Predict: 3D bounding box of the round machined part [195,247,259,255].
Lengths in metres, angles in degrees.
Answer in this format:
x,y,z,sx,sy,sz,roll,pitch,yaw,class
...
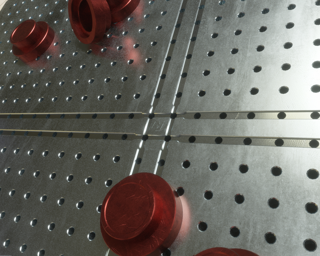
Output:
x,y,z,sx,sy,sz,roll,pitch,yaw,class
0.049,0.140,0.257,0.098,0.042,0.098,-31,18,12,round machined part

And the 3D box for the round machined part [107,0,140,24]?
x,y,z,sx,sy,sz,roll,pitch,yaw,class
-0.090,-0.253,0.602,0.098,0.042,0.098,-13,56,21,round machined part

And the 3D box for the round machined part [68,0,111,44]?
x,y,z,sx,sy,sz,roll,pitch,yaw,class
-0.126,-0.206,0.568,0.042,0.097,0.098,-22,40,-36,round machined part

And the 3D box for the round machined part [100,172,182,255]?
x,y,z,sx,sy,sz,roll,pitch,yaw,class
-0.028,0.096,0.354,0.098,0.042,0.098,-13,56,21,round machined part

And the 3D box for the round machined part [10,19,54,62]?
x,y,z,sx,sy,sz,roll,pitch,yaw,class
-0.280,-0.194,0.666,0.098,0.042,0.098,-13,56,21,round machined part
